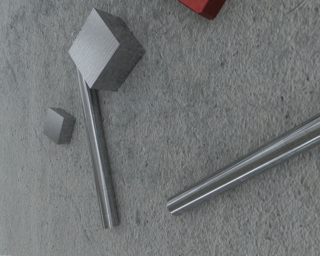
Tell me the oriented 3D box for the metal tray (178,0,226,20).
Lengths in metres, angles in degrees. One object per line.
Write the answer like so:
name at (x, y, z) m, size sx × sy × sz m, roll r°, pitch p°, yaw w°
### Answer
metal tray at (0.037, -0.201, 0.370) m, size 0.130 × 0.030 × 0.089 m, roll 47°, pitch 117°, yaw 29°

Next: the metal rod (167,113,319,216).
metal rod at (0.117, 0.022, 0.307) m, size 0.299 × 0.025 × 0.025 m, roll -37°, pitch 67°, yaw 33°

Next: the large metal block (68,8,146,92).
large metal block at (-0.079, -0.111, 0.451) m, size 0.080 × 0.050 × 0.080 m, roll -48°, pitch 62°, yaw 29°

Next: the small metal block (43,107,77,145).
small metal block at (-0.179, -0.004, 0.549) m, size 0.050 × 0.025 × 0.050 m, roll 29°, pitch 108°, yaw 36°

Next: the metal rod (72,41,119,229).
metal rod at (-0.103, 0.003, 0.487) m, size 0.025 × 0.025 × 0.298 m, roll -19°, pitch 78°, yaw 38°
